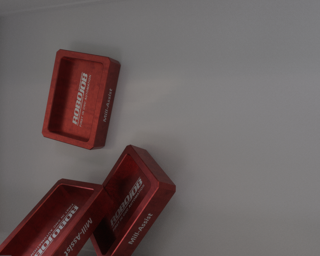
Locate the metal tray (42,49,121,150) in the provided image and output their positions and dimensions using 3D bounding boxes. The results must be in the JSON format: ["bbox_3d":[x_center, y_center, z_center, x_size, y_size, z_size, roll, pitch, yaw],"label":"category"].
[{"bbox_3d":[-0.115,-0.041,0.448,0.090,0.030,0.129,13,94,19],"label":"metal tray"}]

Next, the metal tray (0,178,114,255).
[{"bbox_3d":[-0.129,0.123,0.378,0.090,0.130,0.030,1,130,36],"label":"metal tray"}]

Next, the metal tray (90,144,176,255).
[{"bbox_3d":[-0.045,0.098,0.400,0.129,0.030,0.090,-57,41,11],"label":"metal tray"}]
